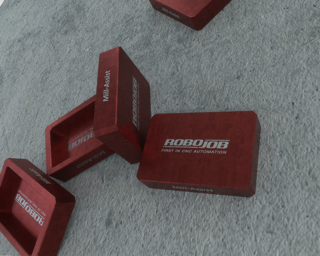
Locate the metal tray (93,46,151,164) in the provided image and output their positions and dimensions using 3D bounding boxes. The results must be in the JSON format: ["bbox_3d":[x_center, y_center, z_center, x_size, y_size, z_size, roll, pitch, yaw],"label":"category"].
[{"bbox_3d":[-0.045,-0.029,0.403,0.030,0.090,0.130,-16,55,19],"label":"metal tray"}]

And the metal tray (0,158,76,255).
[{"bbox_3d":[-0.173,0.104,0.407,0.130,0.030,0.090,24,95,36],"label":"metal tray"}]

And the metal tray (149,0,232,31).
[{"bbox_3d":[0.049,-0.221,0.510,0.090,0.030,0.130,-45,51,-3],"label":"metal tray"}]

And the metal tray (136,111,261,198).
[{"bbox_3d":[0.045,0.027,0.360,0.130,0.030,0.090,0,61,27],"label":"metal tray"}]

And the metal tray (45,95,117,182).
[{"bbox_3d":[-0.104,0.008,0.442,0.130,0.030,0.090,-30,52,15],"label":"metal tray"}]
